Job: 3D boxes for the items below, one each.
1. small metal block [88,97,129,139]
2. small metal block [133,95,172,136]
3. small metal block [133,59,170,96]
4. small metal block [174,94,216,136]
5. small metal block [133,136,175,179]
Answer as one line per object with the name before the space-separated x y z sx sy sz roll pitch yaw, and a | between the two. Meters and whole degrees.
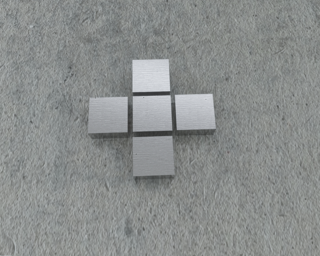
small metal block | -0.067 -0.013 0.413 0.050 0.025 0.050 -2 70 -1
small metal block | -0.010 -0.015 0.415 0.050 0.025 0.050 -2 70 -1
small metal block | -0.012 -0.068 0.434 0.050 0.025 0.050 -2 70 -1
small metal block | 0.046 -0.017 0.416 0.050 0.025 0.050 -2 70 -1
small metal block | -0.008 0.038 0.395 0.050 0.025 0.050 -2 70 -1
